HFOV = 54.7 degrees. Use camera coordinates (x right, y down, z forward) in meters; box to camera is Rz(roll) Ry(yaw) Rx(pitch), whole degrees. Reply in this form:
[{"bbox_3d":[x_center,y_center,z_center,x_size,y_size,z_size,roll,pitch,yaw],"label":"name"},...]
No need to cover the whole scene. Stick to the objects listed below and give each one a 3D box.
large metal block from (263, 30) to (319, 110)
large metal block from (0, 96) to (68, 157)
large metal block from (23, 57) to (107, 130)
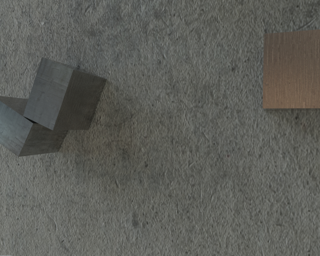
[{"bbox_3d":[0.157,-0.060,0.340,0.080,0.050,0.080,1,90,20],"label":"large metal block"},{"bbox_3d":[-0.192,-0.004,0.448,0.080,0.080,0.050,31,100,17],"label":"large metal block"},{"bbox_3d":[-0.127,-0.043,0.425,0.050,0.080,0.080,23,98,18],"label":"large metal block"}]
